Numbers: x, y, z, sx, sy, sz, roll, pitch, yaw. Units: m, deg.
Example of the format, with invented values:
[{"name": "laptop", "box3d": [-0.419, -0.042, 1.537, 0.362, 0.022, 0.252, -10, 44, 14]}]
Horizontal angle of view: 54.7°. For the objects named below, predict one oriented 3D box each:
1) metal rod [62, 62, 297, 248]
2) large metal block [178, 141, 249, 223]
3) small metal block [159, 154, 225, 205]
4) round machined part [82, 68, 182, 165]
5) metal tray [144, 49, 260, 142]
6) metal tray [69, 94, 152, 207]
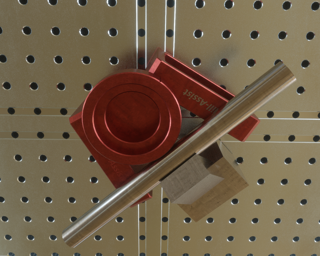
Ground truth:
[{"name": "metal rod", "box3d": [0.009, 0.037, 0.331, 0.300, 0.025, 0.025, -39, 106, 12]}, {"name": "large metal block", "box3d": [0.058, 0.061, 0.404, 0.080, 0.080, 0.050, -39, 106, 13]}, {"name": "small metal block", "box3d": [0.036, 0.057, 0.334, 0.050, 0.050, 0.025, -41, 61, 13]}, {"name": "round machined part", "box3d": [-0.028, -0.014, 0.325, 0.099, 0.042, 0.097, 0, 110, -1]}, {"name": "metal tray", "box3d": [0.045, -0.042, 0.363, 0.131, 0.090, 0.030, 30, 108, -11]}, {"name": "metal tray", "box3d": [-0.054, 0.022, 0.386, 0.030, 0.090, 0.130, -28, 108, 9]}]
